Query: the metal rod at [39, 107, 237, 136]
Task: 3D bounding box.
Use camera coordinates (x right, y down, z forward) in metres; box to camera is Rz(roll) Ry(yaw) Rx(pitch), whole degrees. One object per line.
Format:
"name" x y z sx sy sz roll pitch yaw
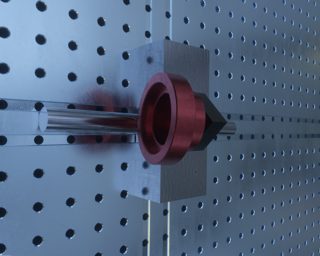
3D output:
"metal rod" -0.001 -0.004 0.408 0.302 0.025 0.025 2 89 -40

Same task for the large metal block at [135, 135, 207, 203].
"large metal block" 0.016 0.049 0.406 0.081 0.050 0.080 2 89 -40

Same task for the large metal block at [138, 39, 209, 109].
"large metal block" 0.019 -0.065 0.409 0.081 0.050 0.080 1 90 -40

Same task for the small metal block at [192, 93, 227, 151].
"small metal block" 0.045 -0.007 0.373 0.025 0.050 0.050 1 46 -40

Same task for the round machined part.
"round machined part" 0.013 -0.009 0.335 0.042 0.098 0.097 5 87 -26
